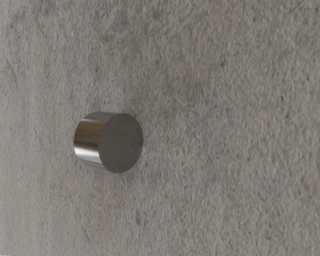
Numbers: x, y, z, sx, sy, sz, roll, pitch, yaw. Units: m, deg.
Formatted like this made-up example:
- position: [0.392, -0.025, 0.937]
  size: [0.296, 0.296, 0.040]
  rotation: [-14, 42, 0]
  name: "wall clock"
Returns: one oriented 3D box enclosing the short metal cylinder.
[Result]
- position: [-0.069, 0.018, 0.424]
  size: [0.050, 0.081, 0.079]
  rotation: [6, 94, 39]
  name: "short metal cylinder"
